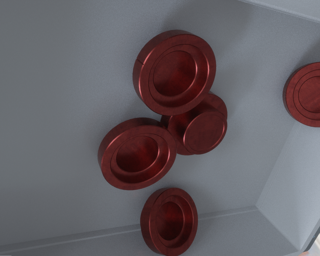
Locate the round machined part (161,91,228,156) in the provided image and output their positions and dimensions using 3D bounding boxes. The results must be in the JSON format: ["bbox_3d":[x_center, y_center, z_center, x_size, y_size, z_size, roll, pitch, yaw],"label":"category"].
[{"bbox_3d":[0.053,-0.002,0.427,0.099,0.042,0.097,-14,125,-21],"label":"round machined part"}]

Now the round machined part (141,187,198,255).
[{"bbox_3d":[0.009,0.140,0.471,0.099,0.042,0.098,10,75,-40],"label":"round machined part"}]

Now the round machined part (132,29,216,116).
[{"bbox_3d":[0.013,-0.067,0.365,0.099,0.042,0.097,-14,125,-21],"label":"round machined part"}]

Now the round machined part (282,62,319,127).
[{"bbox_3d":[0.241,-0.052,0.479,0.099,0.042,0.097,1,99,8],"label":"round machined part"}]

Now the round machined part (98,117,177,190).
[{"bbox_3d":[-0.032,0.029,0.398,0.099,0.042,0.097,-13,124,-19],"label":"round machined part"}]
